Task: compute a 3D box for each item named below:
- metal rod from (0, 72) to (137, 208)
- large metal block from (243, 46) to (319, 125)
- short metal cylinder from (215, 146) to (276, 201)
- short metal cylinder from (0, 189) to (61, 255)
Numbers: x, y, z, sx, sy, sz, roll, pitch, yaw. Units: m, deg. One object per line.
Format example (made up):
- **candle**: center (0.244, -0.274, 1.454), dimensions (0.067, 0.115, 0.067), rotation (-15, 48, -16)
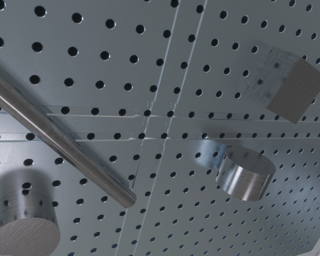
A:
- **metal rod**: center (-0.116, 0.014, 0.356), dimensions (0.025, 0.025, 0.300), rotation (-39, 129, -2)
- **large metal block**: center (0.186, -0.061, 0.458), dimensions (0.080, 0.050, 0.080), rotation (20, 108, -36)
- **short metal cylinder**: center (0.135, 0.071, 0.493), dimensions (0.081, 0.080, 0.050), rotation (2, 118, -29)
- **short metal cylinder**: center (-0.168, 0.123, 0.379), dimensions (0.081, 0.050, 0.079), rotation (-14, 124, -21)
